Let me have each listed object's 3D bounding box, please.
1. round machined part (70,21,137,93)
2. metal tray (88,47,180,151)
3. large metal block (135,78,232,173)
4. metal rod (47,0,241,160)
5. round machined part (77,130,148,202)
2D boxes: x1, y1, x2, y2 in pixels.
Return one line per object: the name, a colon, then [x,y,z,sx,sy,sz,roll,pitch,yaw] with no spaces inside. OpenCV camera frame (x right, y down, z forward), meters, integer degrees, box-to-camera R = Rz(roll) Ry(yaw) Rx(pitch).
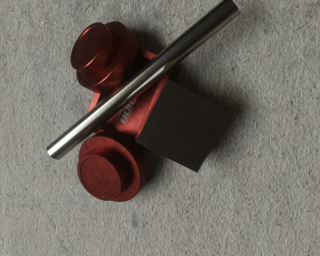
round machined part: [-0.080,-0.098,0.408,0.098,0.042,0.098,-19,59,34]
metal tray: [-0.040,-0.043,0.421,0.090,0.030,0.129,26,98,18]
large metal block: [0.026,-0.005,0.372,0.080,0.050,0.080,27,99,-7]
metal rod: [-0.032,-0.053,0.390,0.300,0.025,0.025,-37,78,16]
round machined part: [-0.068,0.056,0.407,0.098,0.042,0.097,10,115,23]
